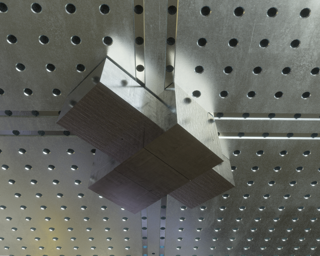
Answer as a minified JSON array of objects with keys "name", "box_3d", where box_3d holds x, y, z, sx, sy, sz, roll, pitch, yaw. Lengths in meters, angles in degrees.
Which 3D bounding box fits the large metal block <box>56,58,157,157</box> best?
[{"name":"large metal block","box_3d":[-0.061,-0.022,0.372,0.080,0.050,0.080,-37,122,28]}]

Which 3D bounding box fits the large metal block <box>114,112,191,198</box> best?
[{"name":"large metal block","box_3d":[-0.009,0.031,0.402,0.050,0.080,0.080,-37,122,26]}]

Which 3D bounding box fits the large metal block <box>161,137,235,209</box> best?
[{"name":"large metal block","box_3d":[0.049,0.064,0.451,0.080,0.050,0.080,-36,122,27]}]

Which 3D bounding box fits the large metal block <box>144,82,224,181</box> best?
[{"name":"large metal block","box_3d":[0.028,0.004,0.380,0.050,0.080,0.080,-37,122,26]}]

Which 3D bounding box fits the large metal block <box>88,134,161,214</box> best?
[{"name":"large metal block","box_3d":[-0.045,0.058,0.425,0.050,0.080,0.080,-37,122,26]}]
